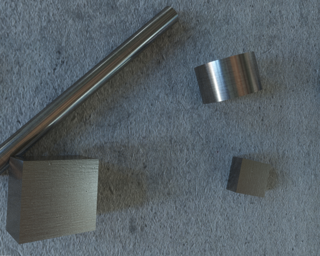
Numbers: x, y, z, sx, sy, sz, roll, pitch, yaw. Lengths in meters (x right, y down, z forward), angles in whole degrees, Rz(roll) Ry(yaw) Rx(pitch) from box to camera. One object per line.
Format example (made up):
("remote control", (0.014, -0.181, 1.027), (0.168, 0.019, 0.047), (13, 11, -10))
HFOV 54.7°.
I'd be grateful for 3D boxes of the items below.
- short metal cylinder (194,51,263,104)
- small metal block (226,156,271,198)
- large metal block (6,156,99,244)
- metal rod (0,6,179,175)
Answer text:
("short metal cylinder", (0.091, -0.066, 0.415), (0.081, 0.080, 0.050), (-17, 96, -20))
("small metal block", (0.131, 0.073, 0.459), (0.050, 0.025, 0.050), (14, 85, -20))
("large metal block", (-0.117, 0.072, 0.341), (0.081, 0.050, 0.079), (3, 89, -39))
("metal rod", (-0.088, -0.051, 0.376), (0.301, 0.025, 0.025), (-44, 104, -15))
